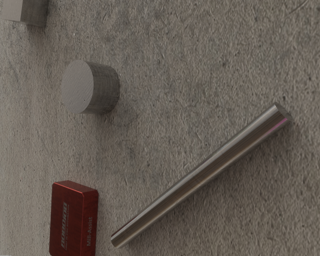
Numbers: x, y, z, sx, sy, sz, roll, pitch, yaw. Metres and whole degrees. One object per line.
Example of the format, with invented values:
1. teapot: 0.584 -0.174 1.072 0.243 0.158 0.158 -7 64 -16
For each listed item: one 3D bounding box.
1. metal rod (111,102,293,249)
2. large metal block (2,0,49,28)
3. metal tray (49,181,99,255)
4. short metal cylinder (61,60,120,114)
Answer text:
1. metal rod: 0.030 0.074 0.380 0.299 0.025 0.025 -45 63 30
2. large metal block: -0.262 -0.245 0.605 0.080 0.050 0.079 20 103 38
3. metal tray: -0.147 0.162 0.523 0.090 0.030 0.129 7 94 39
4. short metal cylinder: -0.107 -0.061 0.477 0.080 0.050 0.079 0 90 40
